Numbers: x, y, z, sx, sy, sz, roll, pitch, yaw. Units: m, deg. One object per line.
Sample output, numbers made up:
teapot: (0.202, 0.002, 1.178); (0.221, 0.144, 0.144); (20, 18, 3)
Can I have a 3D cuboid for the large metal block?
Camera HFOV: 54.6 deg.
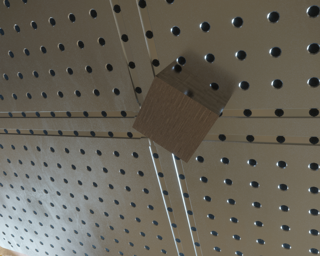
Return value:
large metal block: (0.024, -0.019, 0.371); (0.080, 0.050, 0.080); (33, 129, 6)
